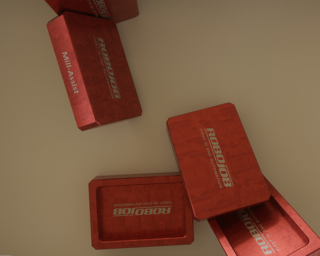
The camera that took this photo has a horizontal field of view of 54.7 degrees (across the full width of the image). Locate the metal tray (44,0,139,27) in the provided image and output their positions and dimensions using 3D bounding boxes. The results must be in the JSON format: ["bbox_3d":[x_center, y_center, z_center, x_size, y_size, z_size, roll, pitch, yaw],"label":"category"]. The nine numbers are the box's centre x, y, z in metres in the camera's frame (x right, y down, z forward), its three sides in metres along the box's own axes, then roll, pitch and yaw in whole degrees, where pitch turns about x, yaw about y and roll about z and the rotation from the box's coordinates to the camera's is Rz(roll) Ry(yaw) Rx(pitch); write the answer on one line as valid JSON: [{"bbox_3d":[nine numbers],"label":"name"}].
[{"bbox_3d":[-0.075,-0.153,0.358,0.090,0.130,0.030,-19,90,0],"label":"metal tray"}]

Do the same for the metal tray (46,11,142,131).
[{"bbox_3d":[-0.075,-0.068,0.376,0.030,0.091,0.129,-16,91,32],"label":"metal tray"}]

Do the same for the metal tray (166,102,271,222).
[{"bbox_3d":[0.068,0.040,0.384,0.091,0.030,0.130,-15,69,-4],"label":"metal tray"}]

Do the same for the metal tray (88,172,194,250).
[{"bbox_3d":[-0.024,0.107,0.408,0.131,0.030,0.089,-3,90,-1],"label":"metal tray"}]

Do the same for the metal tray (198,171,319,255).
[{"bbox_3d":[0.110,0.114,0.364,0.090,0.130,0.030,-29,127,-1],"label":"metal tray"}]
